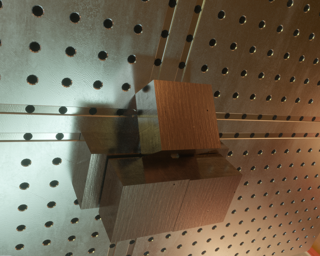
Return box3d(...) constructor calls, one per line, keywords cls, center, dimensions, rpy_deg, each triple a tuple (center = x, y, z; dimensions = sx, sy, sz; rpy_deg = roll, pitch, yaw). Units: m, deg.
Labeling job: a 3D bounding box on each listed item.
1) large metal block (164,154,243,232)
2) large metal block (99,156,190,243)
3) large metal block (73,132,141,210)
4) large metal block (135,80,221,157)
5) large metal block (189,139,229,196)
box3d(cls="large metal block", center=(0.050, 0.083, 0.408), dimensions=(0.081, 0.050, 0.079), rpy_deg=(0, 119, -29))
box3d(cls="large metal block", center=(-0.021, 0.081, 0.367), dimensions=(0.081, 0.050, 0.079), rpy_deg=(0, 119, -29))
box3d(cls="large metal block", center=(-0.061, 0.052, 0.396), dimensions=(0.081, 0.050, 0.079), rpy_deg=(1, 118, -30))
box3d(cls="large metal block", center=(0.021, -0.009, 0.376), dimensions=(0.081, 0.050, 0.080), rpy_deg=(0, 76, -29))
box3d(cls="large metal block", center=(0.043, 0.053, 0.452), dimensions=(0.081, 0.050, 0.079), rpy_deg=(-1, 119, -28))
